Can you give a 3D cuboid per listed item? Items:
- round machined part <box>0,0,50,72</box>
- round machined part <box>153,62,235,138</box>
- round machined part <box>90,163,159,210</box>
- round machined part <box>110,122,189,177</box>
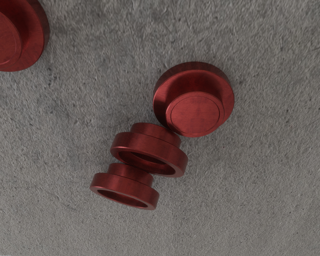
[{"bbox_3d":[-0.167,-0.098,0.311,0.099,0.042,0.097,0,130,0],"label":"round machined part"},{"bbox_3d":[0.041,-0.027,0.374,0.099,0.042,0.097,0,130,0],"label":"round machined part"},{"bbox_3d":[-0.047,0.083,0.448,0.098,0.042,0.098,14,157,7],"label":"round machined part"},{"bbox_3d":[-0.011,0.026,0.399,0.098,0.042,0.098,16,159,7],"label":"round machined part"}]
